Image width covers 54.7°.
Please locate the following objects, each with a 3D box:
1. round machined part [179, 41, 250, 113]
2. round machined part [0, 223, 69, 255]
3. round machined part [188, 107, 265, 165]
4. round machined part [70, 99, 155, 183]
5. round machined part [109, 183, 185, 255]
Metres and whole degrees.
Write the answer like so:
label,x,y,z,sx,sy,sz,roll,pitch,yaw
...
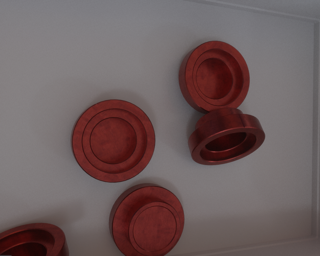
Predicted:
label,x,y,z,sx,sy,sz,roll,pitch,yaw
round machined part,0.071,-0.067,0.428,0.099,0.042,0.097,0,89,-20
round machined part,-0.144,0.146,0.321,0.099,0.098,0.042,-14,109,-20
round machined part,0.085,0.009,0.414,0.099,0.097,0.042,0,56,-21
round machined part,-0.059,0.015,0.380,0.099,0.042,0.097,0,90,-21
round machined part,-0.013,0.123,0.398,0.099,0.042,0.097,0,90,-21
